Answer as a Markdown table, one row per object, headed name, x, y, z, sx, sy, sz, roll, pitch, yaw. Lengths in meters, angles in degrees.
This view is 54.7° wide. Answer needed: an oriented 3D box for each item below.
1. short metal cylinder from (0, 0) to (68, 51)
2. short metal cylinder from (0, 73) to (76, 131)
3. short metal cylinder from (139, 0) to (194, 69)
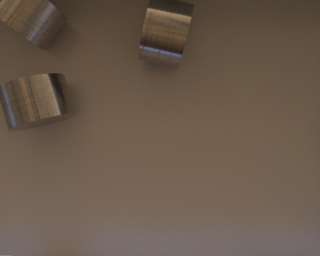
| name | x | y | z | sx | sy | sz | roll | pitch | yaw |
| --- | --- | --- | --- | --- | --- | --- | --- | --- | --- |
| short metal cylinder | -0.163 | -0.141 | 0.382 | 0.080 | 0.080 | 0.050 | 37 | 90 | -1 |
| short metal cylinder | -0.151 | -0.031 | 0.382 | 0.080 | 0.080 | 0.050 | -16 | 90 | 0 |
| short metal cylinder | 0.008 | -0.118 | 0.384 | 0.050 | 0.080 | 0.080 | 13 | 90 | 0 |
